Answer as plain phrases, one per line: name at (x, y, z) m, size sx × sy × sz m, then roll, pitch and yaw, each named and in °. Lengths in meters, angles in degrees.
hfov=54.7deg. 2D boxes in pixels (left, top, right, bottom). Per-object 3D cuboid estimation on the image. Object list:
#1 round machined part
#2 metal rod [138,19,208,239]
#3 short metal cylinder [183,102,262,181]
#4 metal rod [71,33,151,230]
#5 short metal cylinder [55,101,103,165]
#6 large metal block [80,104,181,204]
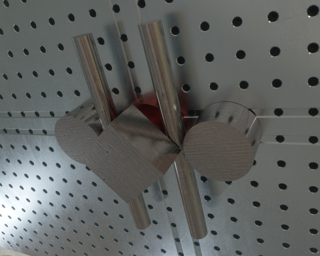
round machined part at (-0.014, 0.011, 0.415) m, size 0.098 × 0.042 × 0.097 m, roll 13°, pitch 124°, yaw 21°
metal rod at (0.023, 0.021, 0.385) m, size 0.025 × 0.025 × 0.298 m, roll 0°, pitch 119°, yaw 28°
short metal cylinder at (0.074, 0.016, 0.365) m, size 0.080 × 0.050 × 0.079 m, roll 13°, pitch 124°, yaw 21°
metal rod at (-0.060, 0.022, 0.429) m, size 0.025 × 0.025 × 0.298 m, roll 0°, pitch 119°, yaw 28°
short metal cylinder at (-0.105, 0.007, 0.455) m, size 0.080 × 0.050 × 0.079 m, roll 13°, pitch 124°, yaw 21°
large metal block at (-0.036, 0.032, 0.373) m, size 0.080 × 0.050 × 0.080 m, roll 44°, pitch 129°, yaw -2°
